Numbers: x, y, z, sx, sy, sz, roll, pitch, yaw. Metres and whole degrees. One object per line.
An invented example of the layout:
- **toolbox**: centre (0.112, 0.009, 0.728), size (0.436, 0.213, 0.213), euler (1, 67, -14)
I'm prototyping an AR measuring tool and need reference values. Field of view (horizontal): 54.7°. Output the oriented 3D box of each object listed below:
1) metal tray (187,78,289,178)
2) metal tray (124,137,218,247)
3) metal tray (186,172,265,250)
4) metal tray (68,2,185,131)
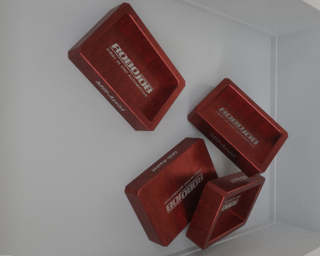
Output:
- **metal tray**: centre (0.117, -0.002, 0.460), size (0.130, 0.030, 0.090), euler (44, 59, 4)
- **metal tray**: centre (0.024, 0.082, 0.423), size (0.131, 0.030, 0.090), euler (-36, 112, -34)
- **metal tray**: centre (0.099, 0.113, 0.450), size (0.131, 0.030, 0.089), euler (-2, 116, -50)
- **metal tray**: centre (-0.033, -0.070, 0.374), size (0.130, 0.030, 0.090), euler (49, 61, -29)
